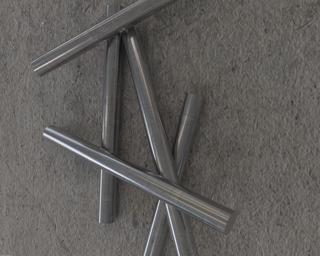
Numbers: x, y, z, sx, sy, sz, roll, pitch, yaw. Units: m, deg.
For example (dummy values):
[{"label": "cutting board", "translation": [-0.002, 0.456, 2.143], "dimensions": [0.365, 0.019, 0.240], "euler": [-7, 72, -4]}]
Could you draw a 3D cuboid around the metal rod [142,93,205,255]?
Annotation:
[{"label": "metal rod", "translation": [0.007, 0.102, 0.406], "dimensions": [0.025, 0.025, 0.298], "euler": [17, 96, 19]}]

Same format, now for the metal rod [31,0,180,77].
[{"label": "metal rod", "translation": [-0.035, -0.146, 0.399], "dimensions": [0.301, 0.025, 0.025], "euler": [-26, 81, 9]}]

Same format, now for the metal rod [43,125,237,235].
[{"label": "metal rod", "translation": [-0.048, 0.050, 0.385], "dimensions": [0.300, 0.025, 0.025], "euler": [20, 97, 34]}]

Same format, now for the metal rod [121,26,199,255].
[{"label": "metal rod", "translation": [-0.004, 0.009, 0.389], "dimensions": [0.025, 0.025, 0.299], "euler": [-19, 76, 19]}]

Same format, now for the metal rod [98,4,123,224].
[{"label": "metal rod", "translation": [-0.068, -0.019, 0.433], "dimensions": [0.025, 0.025, 0.298], "euler": [3, 91, 20]}]
